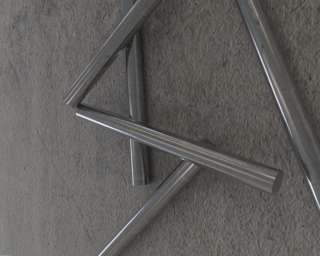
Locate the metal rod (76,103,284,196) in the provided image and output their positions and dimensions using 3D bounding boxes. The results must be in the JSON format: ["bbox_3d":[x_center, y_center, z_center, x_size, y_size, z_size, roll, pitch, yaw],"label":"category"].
[{"bbox_3d":[-0.004,0.012,0.374,0.300,0.025,0.025,19,102,38],"label":"metal rod"}]

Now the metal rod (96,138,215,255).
[{"bbox_3d":[-0.025,0.125,0.425,0.298,0.025,0.025,-51,60,27],"label":"metal rod"}]

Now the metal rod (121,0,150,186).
[{"bbox_3d":[-0.036,-0.071,0.434,0.025,0.025,0.298,-7,86,40],"label":"metal rod"}]

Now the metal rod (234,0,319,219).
[{"bbox_3d":[0.119,-0.047,0.306,0.025,0.025,0.299,-26,74,37],"label":"metal rod"}]

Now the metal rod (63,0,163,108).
[{"bbox_3d":[-0.034,-0.140,0.405,0.299,0.025,0.025,-46,62,20],"label":"metal rod"}]
